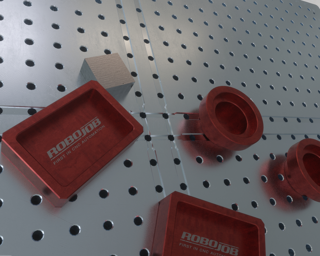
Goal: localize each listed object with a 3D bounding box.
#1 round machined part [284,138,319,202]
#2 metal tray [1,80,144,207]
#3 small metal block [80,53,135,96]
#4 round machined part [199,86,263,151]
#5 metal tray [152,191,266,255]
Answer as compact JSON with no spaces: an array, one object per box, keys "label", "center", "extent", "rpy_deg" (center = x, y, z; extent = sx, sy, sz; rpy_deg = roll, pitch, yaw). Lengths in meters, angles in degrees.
[{"label":"round machined part","center":[0.235,0.068,0.482],"extent":[0.099,0.042,0.098],"rpy_deg":[14,56,-21]},{"label":"metal tray","center":[-0.092,0.011,0.348],"extent":[0.090,0.030,0.131],"rpy_deg":[45,51,3]},{"label":"small metal block","center":[-0.070,-0.069,0.413],"extent":[0.050,0.025,0.050],"rpy_deg":[-21,73,-36]},{"label":"round machined part","center":[0.099,-0.010,0.457],"extent":[0.099,0.042,0.098],"rpy_deg":[14,56,-21]},{"label":"metal tray","center":[0.059,0.135,0.353],"extent":[0.131,0.030,0.090],"rpy_deg":[21,54,-16]}]
